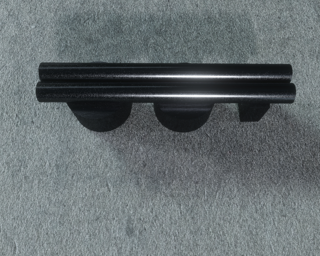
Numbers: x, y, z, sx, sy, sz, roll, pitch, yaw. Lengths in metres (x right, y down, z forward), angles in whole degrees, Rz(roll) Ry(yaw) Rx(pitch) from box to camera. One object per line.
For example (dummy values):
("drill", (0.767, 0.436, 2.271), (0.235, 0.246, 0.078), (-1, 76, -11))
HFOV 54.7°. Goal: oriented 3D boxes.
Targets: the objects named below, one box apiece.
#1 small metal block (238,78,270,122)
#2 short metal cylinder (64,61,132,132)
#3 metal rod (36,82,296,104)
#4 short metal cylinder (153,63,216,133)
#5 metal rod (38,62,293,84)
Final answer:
("small metal block", (0.122, -0.040, 0.413), (0.025, 0.050, 0.050), (-1, 70, -1))
("short metal cylinder", (-0.079, -0.040, 0.409), (0.081, 0.050, 0.080), (0, 70, 0))
("metal rod", (0.007, -0.042, 0.371), (0.302, 0.025, 0.025), (0, 70, 0))
("short metal cylinder", (0.031, -0.039, 0.411), (0.081, 0.050, 0.080), (0, 70, 0))
("metal rod", (0.007, -0.067, 0.380), (0.302, 0.025, 0.025), (0, 70, 0))
